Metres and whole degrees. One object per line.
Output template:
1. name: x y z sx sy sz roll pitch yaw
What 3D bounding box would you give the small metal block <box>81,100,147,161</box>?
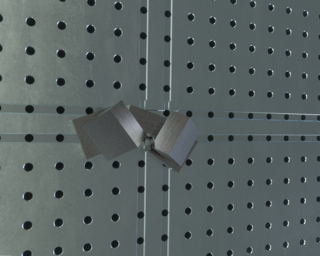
1. small metal block: -0.052 0.004 0.351 0.050 0.050 0.025 55 35 -12

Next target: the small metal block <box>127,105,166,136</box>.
1. small metal block: -0.024 -0.008 0.391 0.050 0.050 0.025 20 84 -19

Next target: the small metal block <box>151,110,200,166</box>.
1. small metal block: 0.020 0.014 0.380 0.050 0.025 0.050 -60 152 -11

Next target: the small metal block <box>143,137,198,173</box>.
1. small metal block: 0.015 0.024 0.419 0.050 0.025 0.050 37 78 -17

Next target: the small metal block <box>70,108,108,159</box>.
1. small metal block: -0.077 0.006 0.385 0.050 0.025 0.050 -21 97 -19
